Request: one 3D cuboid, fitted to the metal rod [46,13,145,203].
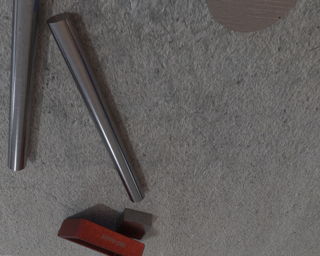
[{"bbox_3d":[-0.069,0.000,0.405,0.025,0.025,0.298,-10,130,8],"label":"metal rod"}]

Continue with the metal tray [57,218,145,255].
[{"bbox_3d":[-0.104,0.199,0.548,0.130,0.030,0.090,33,147,-26],"label":"metal tray"}]

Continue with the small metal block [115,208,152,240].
[{"bbox_3d":[-0.048,0.172,0.553,0.050,0.025,0.050,18,128,-16],"label":"small metal block"}]

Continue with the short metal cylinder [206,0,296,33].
[{"bbox_3d":[0.078,-0.134,0.278,0.081,0.050,0.079,0,130,0],"label":"short metal cylinder"}]

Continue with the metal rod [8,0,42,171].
[{"bbox_3d":[-0.159,-0.055,0.357,0.025,0.025,0.298,14,129,-12],"label":"metal rod"}]
